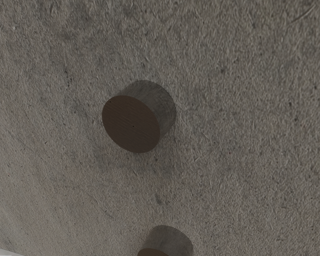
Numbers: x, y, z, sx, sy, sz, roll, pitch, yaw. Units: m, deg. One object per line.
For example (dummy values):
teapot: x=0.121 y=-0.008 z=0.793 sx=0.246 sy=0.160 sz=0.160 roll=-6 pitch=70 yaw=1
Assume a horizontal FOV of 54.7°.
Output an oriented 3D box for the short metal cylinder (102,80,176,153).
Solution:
short metal cylinder: x=-0.026 y=-0.015 z=0.395 sx=0.080 sy=0.050 sz=0.079 roll=13 pitch=124 yaw=21

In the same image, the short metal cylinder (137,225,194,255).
short metal cylinder: x=0.010 y=0.210 z=0.516 sx=0.080 sy=0.050 sz=0.079 roll=13 pitch=124 yaw=21
